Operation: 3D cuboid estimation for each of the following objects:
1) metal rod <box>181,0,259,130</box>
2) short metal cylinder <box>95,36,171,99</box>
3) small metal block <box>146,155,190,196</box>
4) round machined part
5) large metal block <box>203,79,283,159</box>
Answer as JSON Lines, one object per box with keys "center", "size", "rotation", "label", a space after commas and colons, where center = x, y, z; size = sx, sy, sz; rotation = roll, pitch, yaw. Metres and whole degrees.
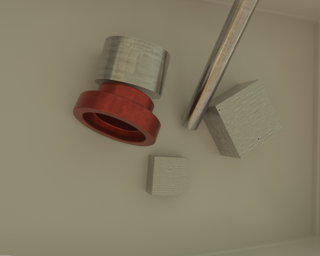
{"center": [0.090, -0.125, 0.358], "size": [0.025, 0.025, 0.298], "rotation": [10, 121, -20], "label": "metal rod"}
{"center": [-0.032, -0.070, 0.370], "size": [0.081, 0.080, 0.050], "rotation": [15, 85, -20], "label": "short metal cylinder"}
{"center": [0.011, 0.063, 0.416], "size": [0.050, 0.025, 0.050], "rotation": [5, 88, -20], "label": "small metal block"}
{"center": [-0.045, -0.018, 0.357], "size": [0.098, 0.098, 0.042], "rotation": [26, 70, -19], "label": "round machined part"}
{"center": [0.114, -0.013, 0.441], "size": [0.080, 0.050, 0.080], "rotation": [-31, 101, -18], "label": "large metal block"}
